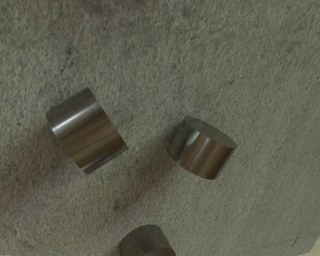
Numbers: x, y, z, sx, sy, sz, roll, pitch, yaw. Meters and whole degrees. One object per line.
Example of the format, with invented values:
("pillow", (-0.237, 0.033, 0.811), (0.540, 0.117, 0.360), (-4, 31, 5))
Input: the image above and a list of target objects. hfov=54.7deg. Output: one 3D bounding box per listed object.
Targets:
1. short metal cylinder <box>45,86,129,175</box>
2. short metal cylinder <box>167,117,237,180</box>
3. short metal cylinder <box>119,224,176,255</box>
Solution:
("short metal cylinder", (-0.076, 0.003, 0.332), (0.050, 0.080, 0.080), (-34, 129, -7))
("short metal cylinder", (0.056, 0.026, 0.420), (0.081, 0.080, 0.050), (17, 110, -35))
("short metal cylinder", (-0.021, 0.207, 0.509), (0.081, 0.050, 0.079), (-14, 125, -21))
